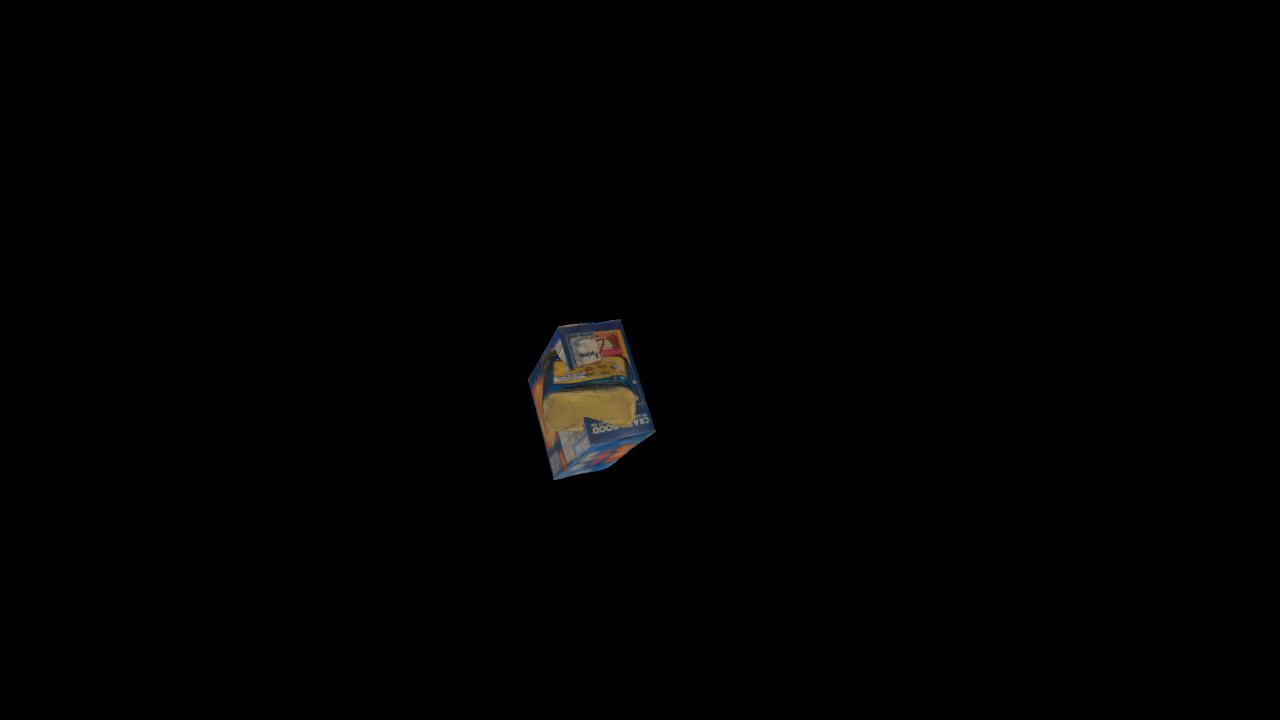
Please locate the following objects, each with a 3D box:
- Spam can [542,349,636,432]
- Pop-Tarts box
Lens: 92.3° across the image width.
[{"bbox_3d":[-0.056,0.031,0.672,0.101,0.058,0.085,-4,31,-6],"label":"Spam can"},{"bbox_3d":[-0.065,0.052,0.740,0.083,0.141,0.167,-9,-19,-25],"label":"Pop-Tarts box"}]
